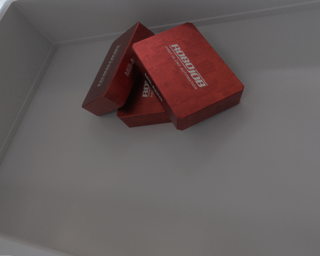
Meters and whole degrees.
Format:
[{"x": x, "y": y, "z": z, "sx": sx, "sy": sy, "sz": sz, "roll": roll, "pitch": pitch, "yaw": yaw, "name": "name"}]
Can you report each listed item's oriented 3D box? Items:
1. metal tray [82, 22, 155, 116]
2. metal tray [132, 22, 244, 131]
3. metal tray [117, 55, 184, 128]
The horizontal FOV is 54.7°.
[{"x": -0.063, "y": -0.086, "z": 0.464, "sx": 0.090, "sy": 0.030, "sz": 0.130, "roll": -13, "pitch": 51, "yaw": 55, "name": "metal tray"}, {"x": 0.032, "y": -0.070, "z": 0.394, "sx": 0.091, "sy": 0.030, "sz": 0.130, "roll": -25, "pitch": 63, "yaw": -12, "name": "metal tray"}, {"x": -0.006, "y": -0.068, "z": 0.448, "sx": 0.090, "sy": 0.030, "sz": 0.130, "roll": -7, "pitch": 59, "yaw": 24, "name": "metal tray"}]
